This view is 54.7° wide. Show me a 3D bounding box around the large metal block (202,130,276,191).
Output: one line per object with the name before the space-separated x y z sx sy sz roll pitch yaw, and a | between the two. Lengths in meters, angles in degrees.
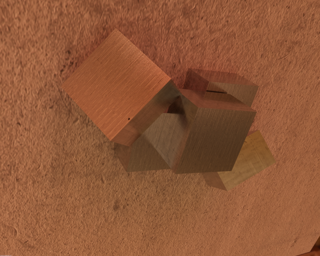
large metal block | 0.105 0.046 0.452 0.080 0.080 0.050 -28 90 -11

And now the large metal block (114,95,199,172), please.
large metal block | -0.006 0.006 0.391 0.081 0.050 0.079 0 119 -29

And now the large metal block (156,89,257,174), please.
large metal block | 0.051 0.004 0.357 0.081 0.050 0.079 2 118 -30

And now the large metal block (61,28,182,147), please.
large metal block | -0.038 -0.039 0.320 0.080 0.080 0.050 -46 163 3

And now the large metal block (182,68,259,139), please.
large metal block | 0.073 -0.031 0.415 0.081 0.050 0.079 0 119 -29
